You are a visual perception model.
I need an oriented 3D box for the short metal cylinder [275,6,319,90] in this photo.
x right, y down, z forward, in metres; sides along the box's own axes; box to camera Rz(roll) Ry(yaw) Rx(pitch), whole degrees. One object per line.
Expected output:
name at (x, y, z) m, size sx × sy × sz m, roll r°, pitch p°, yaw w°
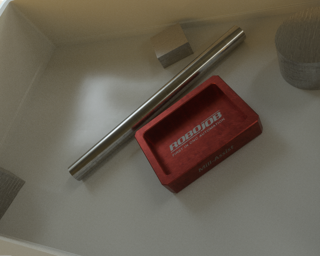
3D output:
short metal cylinder at (0.176, -0.090, 0.352) m, size 0.080 × 0.050 × 0.080 m, roll -13°, pitch 56°, yaw 20°

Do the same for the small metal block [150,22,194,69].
small metal block at (0.018, -0.126, 0.473) m, size 0.050 × 0.025 × 0.050 m, roll -26°, pitch 53°, yaw 12°

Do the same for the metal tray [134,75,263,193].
metal tray at (0.043, 0.005, 0.375) m, size 0.130 × 0.030 × 0.090 m, roll -36°, pitch 51°, yaw 3°

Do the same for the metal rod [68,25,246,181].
metal rod at (-0.004, -0.034, 0.427) m, size 0.300 × 0.025 × 0.025 m, roll -41°, pitch 51°, yaw 0°

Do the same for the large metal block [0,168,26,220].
large metal block at (-0.262, 0.091, 0.449) m, size 0.050 × 0.080 × 0.080 m, roll 18°, pitch 71°, yaw 35°
